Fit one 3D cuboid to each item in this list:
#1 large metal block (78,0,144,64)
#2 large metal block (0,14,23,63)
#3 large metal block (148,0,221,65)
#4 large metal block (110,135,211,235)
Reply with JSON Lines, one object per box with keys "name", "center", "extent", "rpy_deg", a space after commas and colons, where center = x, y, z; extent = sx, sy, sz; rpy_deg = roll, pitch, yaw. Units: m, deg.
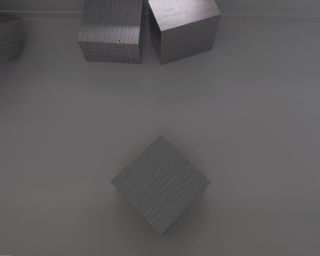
{"name": "large metal block", "center": [-0.066, -0.142, 0.448], "extent": [0.080, 0.050, 0.080], "rpy_deg": [3, 70, 1]}
{"name": "large metal block", "center": [-0.241, -0.125, 0.413], "extent": [0.080, 0.080, 0.050], "rpy_deg": [11, 114, -4]}
{"name": "large metal block", "center": [0.031, -0.140, 0.432], "extent": [0.080, 0.080, 0.050], "rpy_deg": [-18, 71, -7]}
{"name": "large metal block", "center": [0.001, 0.069, 0.371], "extent": [0.080, 0.050, 0.080], "rpy_deg": [-43, 76, -14]}
